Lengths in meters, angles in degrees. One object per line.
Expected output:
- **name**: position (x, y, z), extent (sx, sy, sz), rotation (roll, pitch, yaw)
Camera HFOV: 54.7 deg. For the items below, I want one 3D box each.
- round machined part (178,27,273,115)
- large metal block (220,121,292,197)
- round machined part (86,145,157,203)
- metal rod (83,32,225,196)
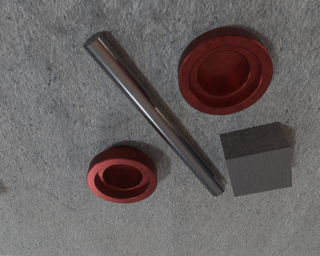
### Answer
- **round machined part**: position (0.069, -0.065, 0.342), extent (0.099, 0.042, 0.097), rotation (0, 130, 0)
- **large metal block**: position (0.133, 0.045, 0.431), extent (0.080, 0.050, 0.080), rotation (-13, 129, 10)
- **round machined part**: position (-0.053, 0.063, 0.449), extent (0.099, 0.042, 0.097), rotation (0, 130, 0)
- **metal rod**: position (0.010, 0.002, 0.408), extent (0.025, 0.025, 0.300), rotation (-26, 126, 20)
